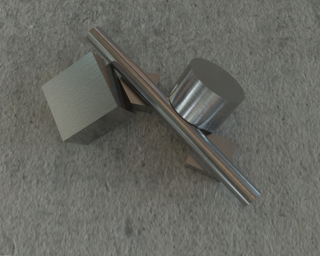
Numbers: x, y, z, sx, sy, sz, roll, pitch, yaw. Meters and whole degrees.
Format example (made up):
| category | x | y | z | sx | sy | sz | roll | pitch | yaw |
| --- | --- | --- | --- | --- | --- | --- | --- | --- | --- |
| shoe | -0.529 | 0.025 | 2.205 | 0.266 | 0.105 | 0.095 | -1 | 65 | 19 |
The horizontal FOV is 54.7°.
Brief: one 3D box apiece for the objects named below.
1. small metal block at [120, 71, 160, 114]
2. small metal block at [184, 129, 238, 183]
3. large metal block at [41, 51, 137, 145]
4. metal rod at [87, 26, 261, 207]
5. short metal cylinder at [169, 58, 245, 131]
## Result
| category | x | y | z | sx | sy | sz | roll | pitch | yaw |
| --- | --- | --- | --- | --- | --- | --- | --- | --- | --- |
| small metal block | -0.030 | -0.051 | 0.428 | 0.050 | 0.025 | 0.050 | 12 | 70 | 4 |
| small metal block | 0.065 | 0.035 | 0.398 | 0.050 | 0.025 | 0.050 | 23 | 71 | 8 |
| large metal block | -0.089 | -0.035 | 0.390 | 0.080 | 0.050 | 0.080 | -31 | 72 | 13 |
| metal rod | 0.007 | -0.024 | 0.392 | 0.025 | 0.025 | 0.300 | -39 | 75 | -13 |
| short metal cylinder | 0.059 | -0.043 | 0.391 | 0.080 | 0.050 | 0.080 | 23 | 37 | -19 |
